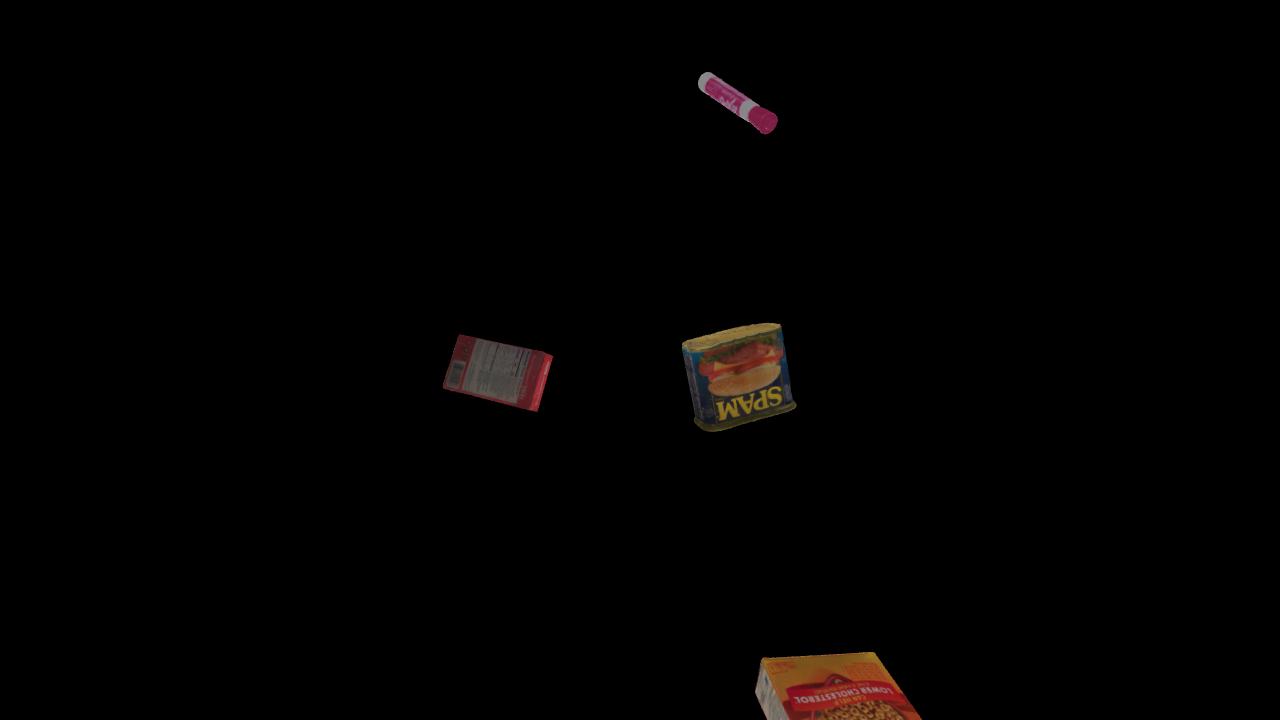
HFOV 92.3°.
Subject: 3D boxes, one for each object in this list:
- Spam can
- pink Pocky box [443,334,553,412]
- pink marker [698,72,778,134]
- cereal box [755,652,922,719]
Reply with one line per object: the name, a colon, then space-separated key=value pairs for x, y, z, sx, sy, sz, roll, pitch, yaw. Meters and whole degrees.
Spam can: x=0.097 y=0.014 z=0.611 sx=0.101 sy=0.085 sz=0.058 roll=-14 pitch=12 yaw=-12
pink Pocky box: x=-0.204 y=0.017 z=0.882 sx=0.155 sy=0.084 sz=0.029 roll=11 pitch=-8 yaw=23
pink marker: x=0.090 y=-0.240 z=0.573 sx=0.020 sy=0.020 sz=0.121 roll=0 pitch=38 yaw=-31
cereal box: x=0.308 y=0.544 z=0.841 sx=0.203 sy=0.081 sz=0.306 roll=4 pitch=17 yaw=-12
